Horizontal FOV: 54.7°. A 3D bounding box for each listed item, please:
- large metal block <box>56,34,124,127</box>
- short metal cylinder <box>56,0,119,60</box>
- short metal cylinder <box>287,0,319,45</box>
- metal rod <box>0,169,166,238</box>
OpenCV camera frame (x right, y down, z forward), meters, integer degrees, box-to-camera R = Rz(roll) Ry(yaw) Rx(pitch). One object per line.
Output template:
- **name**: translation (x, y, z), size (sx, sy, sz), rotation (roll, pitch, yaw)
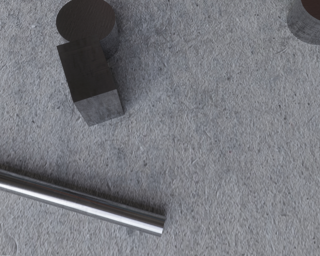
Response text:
- **large metal block**: translation (-0.087, -0.058, 0.399), size (0.050, 0.080, 0.080), rotation (-19, 71, -7)
- **short metal cylinder**: translation (-0.101, -0.139, 0.445), size (0.081, 0.050, 0.080), rotation (0, 70, 0)
- **short metal cylinder**: translation (0.239, -0.172, 0.459), size (0.081, 0.050, 0.080), rotation (0, 70, 0)
- **metal rod**: translation (-0.141, 0.078, 0.378), size (0.301, 0.025, 0.025), rotation (15, 71, 5)
